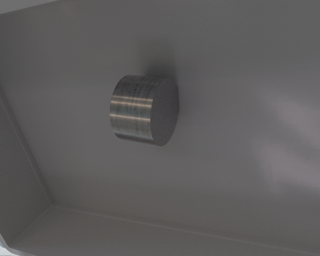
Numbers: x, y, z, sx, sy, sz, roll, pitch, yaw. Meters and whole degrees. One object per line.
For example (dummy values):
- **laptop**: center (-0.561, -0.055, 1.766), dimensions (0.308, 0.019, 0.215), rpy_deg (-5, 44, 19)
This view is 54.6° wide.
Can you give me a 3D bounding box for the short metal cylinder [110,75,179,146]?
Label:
- **short metal cylinder**: center (-0.016, -0.022, 0.369), dimensions (0.050, 0.080, 0.080), rpy_deg (9, 122, 24)
